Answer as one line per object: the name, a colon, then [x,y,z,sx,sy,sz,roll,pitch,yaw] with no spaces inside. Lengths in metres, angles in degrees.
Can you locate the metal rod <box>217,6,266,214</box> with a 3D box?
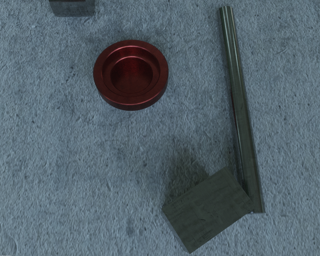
metal rod: [0.107,-0.038,0.422,0.025,0.025,0.299,-3,70,-1]

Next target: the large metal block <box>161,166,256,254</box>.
large metal block: [0.049,0.093,0.345,0.080,0.080,0.050,-31,73,-11]

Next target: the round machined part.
round machined part: [-0.038,-0.068,0.424,0.099,0.042,0.098,0,70,0]

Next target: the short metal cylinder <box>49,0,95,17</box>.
short metal cylinder: [-0.129,-0.205,0.453,0.050,0.080,0.080,-1,70,-1]
